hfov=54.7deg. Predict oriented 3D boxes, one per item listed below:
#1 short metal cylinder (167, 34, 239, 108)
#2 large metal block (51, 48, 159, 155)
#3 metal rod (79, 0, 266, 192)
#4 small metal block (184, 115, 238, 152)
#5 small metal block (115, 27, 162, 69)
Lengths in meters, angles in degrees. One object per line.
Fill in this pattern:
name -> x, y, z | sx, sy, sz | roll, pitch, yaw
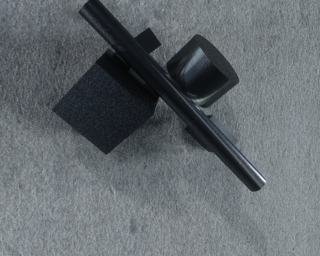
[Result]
short metal cylinder -> 0.055, -0.072, 0.396 | 0.080, 0.080, 0.050 | 41, 118, -16
large metal block -> -0.060, -0.029, 0.357 | 0.080, 0.050, 0.080 | 43, 117, -16
metal rod -> 0.025, -0.029, 0.367 | 0.300, 0.025, 0.025 | 45, 76, -15
small metal block -> 0.069, 0.009, 0.420 | 0.050, 0.050, 0.025 | 43, 77, -16
small metal block -> -0.033, -0.094, 0.386 | 0.050, 0.050, 0.025 | -40, 103, -16
